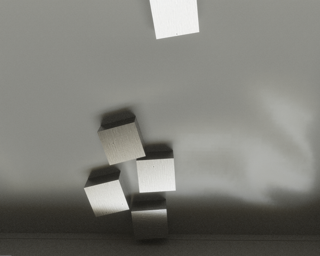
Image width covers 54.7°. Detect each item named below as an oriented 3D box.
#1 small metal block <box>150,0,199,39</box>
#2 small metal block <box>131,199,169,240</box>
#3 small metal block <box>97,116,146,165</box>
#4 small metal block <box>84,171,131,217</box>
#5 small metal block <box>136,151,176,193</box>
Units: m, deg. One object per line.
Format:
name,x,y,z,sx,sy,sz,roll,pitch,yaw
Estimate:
small metal block,0.016,-0.134,0.354,0.050,0.025,0.050,-9,128,3
small metal block,-0.014,0.136,0.461,0.050,0.025,0.050,-4,110,1
small metal block,-0.050,0.017,0.417,0.050,0.025,0.050,-15,110,5
small metal block,-0.074,0.095,0.446,0.050,0.025,0.050,-14,110,5
small metal block,-0.005,0.061,0.434,0.050,0.025,0.050,-4,110,1
